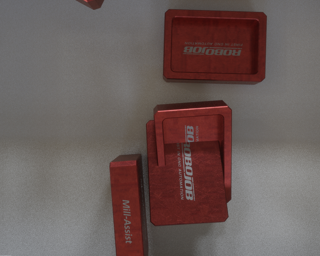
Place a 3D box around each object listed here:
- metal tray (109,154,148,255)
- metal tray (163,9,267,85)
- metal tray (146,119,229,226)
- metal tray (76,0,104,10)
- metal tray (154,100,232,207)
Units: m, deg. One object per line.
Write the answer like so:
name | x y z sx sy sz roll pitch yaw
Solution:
metal tray | -0.035 0.100 0.378 0.030 0.090 0.129 -4 90 0
metal tray | 0.070 -0.105 0.409 0.131 0.030 0.089 2 90 -1
metal tray | 0.031 0.053 0.389 0.091 0.030 0.129 -3 71 -1
metal tray | -0.099 -0.184 0.289 0.131 0.030 0.090 27 96 -4
metal tray | 0.042 0.034 0.389 0.091 0.030 0.129 -4 109 -1
